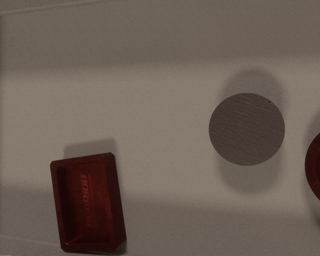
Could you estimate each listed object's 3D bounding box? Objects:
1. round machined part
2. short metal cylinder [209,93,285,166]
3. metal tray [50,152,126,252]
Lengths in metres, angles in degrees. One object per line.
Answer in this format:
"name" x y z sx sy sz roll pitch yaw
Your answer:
"round machined part" 0.206 0.041 0.316 0.098 0.042 0.097 -5 83 46
"short metal cylinder" 0.102 0.001 0.361 0.080 0.050 0.079 0 90 19
"metal tray" -0.103 0.105 0.442 0.090 0.030 0.129 -10 87 19
